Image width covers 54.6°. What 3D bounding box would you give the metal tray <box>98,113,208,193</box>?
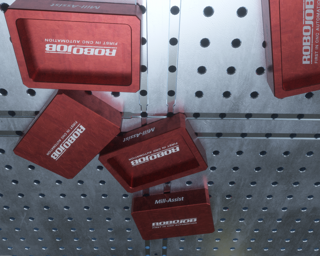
[{"bbox_3d":[-0.009,0.040,0.441,0.130,0.030,0.090,-20,127,16],"label":"metal tray"}]

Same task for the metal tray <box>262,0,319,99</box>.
[{"bbox_3d":[0.159,-0.099,0.325,0.090,0.030,0.130,-12,129,10],"label":"metal tray"}]

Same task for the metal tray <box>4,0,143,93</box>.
[{"bbox_3d":[-0.086,-0.086,0.334,0.131,0.030,0.089,2,130,-2],"label":"metal tray"}]

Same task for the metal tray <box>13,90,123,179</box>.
[{"bbox_3d":[-0.123,0.008,0.414,0.090,0.030,0.130,33,123,-25],"label":"metal tray"}]

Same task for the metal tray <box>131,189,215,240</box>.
[{"bbox_3d":[0.024,0.152,0.538,0.130,0.030,0.090,-9,130,7],"label":"metal tray"}]
